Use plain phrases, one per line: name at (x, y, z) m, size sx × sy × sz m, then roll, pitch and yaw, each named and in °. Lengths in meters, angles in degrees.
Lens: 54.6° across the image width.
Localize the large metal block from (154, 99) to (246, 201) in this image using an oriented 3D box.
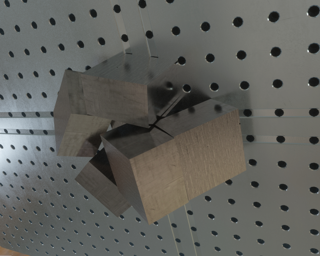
large metal block at (0.046, 0.022, 0.354) m, size 0.050 × 0.081 × 0.080 m, roll 33°, pitch 141°, yaw 58°

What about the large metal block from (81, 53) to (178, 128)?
large metal block at (-0.032, -0.048, 0.364) m, size 0.080 × 0.080 × 0.050 m, roll 13°, pitch 124°, yaw 21°

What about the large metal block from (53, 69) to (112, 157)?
large metal block at (-0.106, -0.018, 0.413) m, size 0.050 × 0.080 × 0.080 m, roll 5°, pitch 136°, yaw -29°

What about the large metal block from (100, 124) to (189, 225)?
large metal block at (-0.018, 0.044, 0.343) m, size 0.080 × 0.050 × 0.080 m, roll 28°, pitch 137°, yaw 56°

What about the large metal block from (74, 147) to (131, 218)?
large metal block at (-0.059, 0.065, 0.446) m, size 0.080 × 0.080 × 0.050 m, roll 42°, pitch 129°, yaw -2°

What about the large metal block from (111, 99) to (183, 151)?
large metal block at (-0.011, 0.009, 0.407) m, size 0.080 × 0.050 × 0.080 m, roll 1°, pitch 119°, yaw 28°
